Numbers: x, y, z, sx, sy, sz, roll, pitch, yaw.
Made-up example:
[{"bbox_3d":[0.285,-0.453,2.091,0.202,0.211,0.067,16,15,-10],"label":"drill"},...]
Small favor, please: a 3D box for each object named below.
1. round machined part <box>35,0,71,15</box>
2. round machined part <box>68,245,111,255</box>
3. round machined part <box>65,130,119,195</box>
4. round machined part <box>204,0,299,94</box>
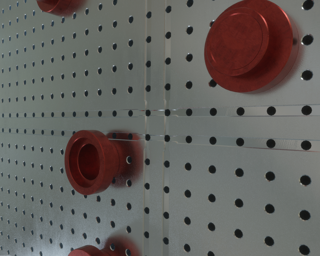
[{"bbox_3d":[-0.200,-0.260,0.560,0.098,0.042,0.097,0,90,39],"label":"round machined part"},{"bbox_3d":[-0.102,0.231,0.480,0.098,0.042,0.097,0,90,39],"label":"round machined part"},{"bbox_3d":[-0.101,0.052,0.479,0.098,0.042,0.097,0,90,39],"label":"round machined part"},{"bbox_3d":[0.088,-0.086,0.325,0.098,0.042,0.097,0,90,39],"label":"round machined part"}]
